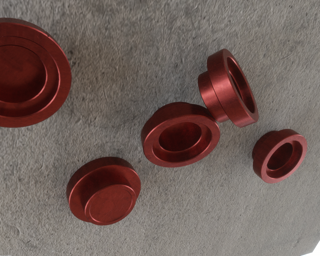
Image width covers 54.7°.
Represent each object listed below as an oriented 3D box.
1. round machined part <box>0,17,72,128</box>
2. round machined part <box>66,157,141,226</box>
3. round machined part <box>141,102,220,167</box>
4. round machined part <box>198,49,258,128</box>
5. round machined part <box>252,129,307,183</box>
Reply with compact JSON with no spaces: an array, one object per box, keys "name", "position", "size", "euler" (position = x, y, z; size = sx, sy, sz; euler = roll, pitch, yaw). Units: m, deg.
[{"name":"round machined part","position":[-0.137,-0.053,0.288],"size":[0.099,0.042,0.097],"euler":[-14,124,-21]},{"name":"round machined part","position":[-0.071,0.090,0.413],"size":[0.099,0.042,0.097],"euler":[-14,124,-21]},{"name":"round machined part","position":[0.024,0.005,0.399],"size":[0.099,0.042,0.097],"euler":[-9,137,-8]},{"name":"round machined part","position":[0.082,-0.045,0.386],"size":[0.042,0.098,0.098],"euler":[-24,135,27]},{"name":"round machined part","position":[0.198,0.043,0.531],"size":[0.099,0.042,0.097],"euler":[-14,124,-21]}]
